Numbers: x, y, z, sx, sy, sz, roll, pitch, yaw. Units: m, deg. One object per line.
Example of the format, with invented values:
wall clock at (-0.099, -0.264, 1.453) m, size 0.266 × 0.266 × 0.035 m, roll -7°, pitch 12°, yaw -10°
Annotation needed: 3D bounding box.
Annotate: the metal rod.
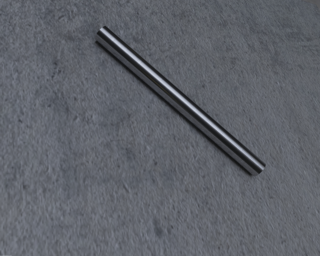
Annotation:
metal rod at (0.029, -0.038, 0.444) m, size 0.300 × 0.025 × 0.025 m, roll 41°, pitch 51°, yaw -1°
